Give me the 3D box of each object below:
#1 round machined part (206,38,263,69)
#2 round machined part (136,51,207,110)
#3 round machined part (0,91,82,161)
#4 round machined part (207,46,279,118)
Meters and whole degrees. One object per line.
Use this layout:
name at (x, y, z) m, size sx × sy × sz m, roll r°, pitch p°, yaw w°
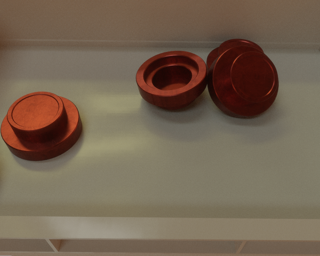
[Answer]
round machined part at (0.122, -0.102, 0.482) m, size 0.099 × 0.042 × 0.098 m, roll 0°, pitch 50°, yaw 0°
round machined part at (0.018, -0.064, 0.441) m, size 0.099 × 0.042 × 0.098 m, roll -6°, pitch 48°, yaw 7°
round machined part at (-0.154, -0.010, 0.400) m, size 0.099 × 0.042 × 0.098 m, roll 0°, pitch 50°, yaw 0°
round machined part at (0.118, -0.064, 0.418) m, size 0.099 × 0.042 × 0.097 m, roll 1°, pitch 85°, yaw -13°
